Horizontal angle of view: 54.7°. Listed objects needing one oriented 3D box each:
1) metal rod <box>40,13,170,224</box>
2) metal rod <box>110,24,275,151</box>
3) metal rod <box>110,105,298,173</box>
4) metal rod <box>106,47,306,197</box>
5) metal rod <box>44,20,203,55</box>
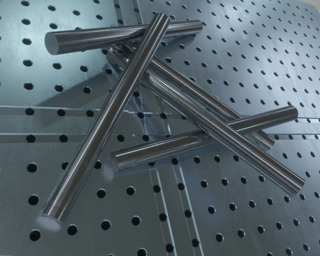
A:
[{"bbox_3d":[-0.051,-0.033,0.371,0.025,0.025,0.300,30,61,-10],"label":"metal rod"},{"bbox_3d":[0.048,-0.057,0.470,0.301,0.025,0.025,34,51,-6],"label":"metal rod"},{"bbox_3d":[0.079,0.008,0.425,0.303,0.025,0.025,-14,69,-27],"label":"metal rod"},{"bbox_3d":[0.048,-0.017,0.402,0.300,0.025,0.025,38,49,14],"label":"metal rod"},{"bbox_3d":[-0.026,-0.137,0.448,0.302,0.025,0.025,-26,76,-47],"label":"metal rod"}]
